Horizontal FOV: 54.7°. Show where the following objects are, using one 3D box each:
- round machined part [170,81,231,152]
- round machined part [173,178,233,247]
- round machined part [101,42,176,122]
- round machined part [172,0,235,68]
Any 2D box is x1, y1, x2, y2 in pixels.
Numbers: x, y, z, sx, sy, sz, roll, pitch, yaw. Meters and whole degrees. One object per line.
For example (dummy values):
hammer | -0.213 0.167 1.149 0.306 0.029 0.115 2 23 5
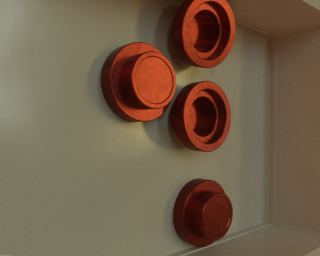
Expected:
round machined part | 0.054 -0.016 0.440 0.099 0.042 0.097 0 90 -40
round machined part | 0.069 0.125 0.454 0.099 0.042 0.097 0 90 -40
round machined part | -0.019 -0.056 0.380 0.099 0.042 0.097 0 90 -40
round machined part | 0.056 -0.135 0.432 0.099 0.042 0.097 -11 110 -33
